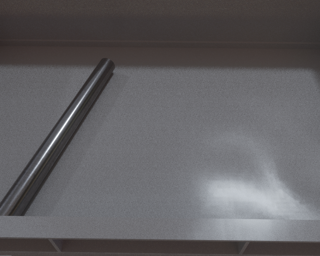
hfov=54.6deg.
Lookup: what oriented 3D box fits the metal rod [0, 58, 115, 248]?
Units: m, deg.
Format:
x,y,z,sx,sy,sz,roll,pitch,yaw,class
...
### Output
x,y,z,sx,sy,sz,roll,pitch,yaw,class
-0.128,0.010,0.396,0.025,0.025,0.300,14,51,11,metal rod
